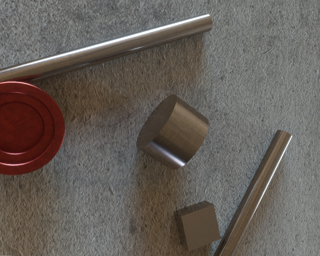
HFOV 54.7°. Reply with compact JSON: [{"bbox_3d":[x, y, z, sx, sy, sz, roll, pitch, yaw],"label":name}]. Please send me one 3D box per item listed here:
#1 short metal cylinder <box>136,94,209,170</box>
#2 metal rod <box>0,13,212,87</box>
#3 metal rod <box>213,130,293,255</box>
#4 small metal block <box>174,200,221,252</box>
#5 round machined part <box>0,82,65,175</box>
[{"bbox_3d":[0.015,0.005,0.386,0.050,0.080,0.080,35,79,-17],"label":"short metal cylinder"},{"bbox_3d":[-0.067,-0.096,0.384,0.302,0.025,0.025,-22,98,-19],"label":"metal rod"},{"bbox_3d":[0.119,0.136,0.454,0.025,0.025,0.300,34,79,-17],"label":"metal rod"},{"bbox_3d":[0.052,0.135,0.430,0.050,0.025,0.050,-14,95,-20],"label":"small metal block"},{"bbox_3d":[-0.157,-0.001,0.339,0.099,0.042,0.097,-2,96,-22],"label":"round machined part"}]
